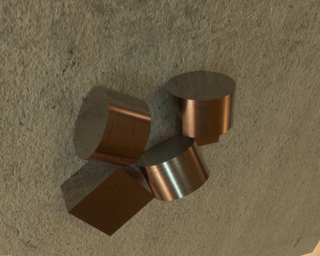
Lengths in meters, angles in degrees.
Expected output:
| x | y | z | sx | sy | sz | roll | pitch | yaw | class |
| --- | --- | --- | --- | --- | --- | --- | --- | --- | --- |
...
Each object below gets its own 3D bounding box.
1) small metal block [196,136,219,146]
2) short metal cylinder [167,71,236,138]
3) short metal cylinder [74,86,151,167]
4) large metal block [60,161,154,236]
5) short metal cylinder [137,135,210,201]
| x | y | z | sx | sy | sz | roll | pitch | yaw | class |
| --- | --- | --- | --- | --- | --- | --- | --- | --- | --- |
| 0.058 | -0.003 | 0.437 | 0.050 | 0.025 | 0.050 | -11 | 123 | -23 | small metal block |
| 0.051 | -0.031 | 0.380 | 0.081 | 0.080 | 0.050 | -17 | 125 | -19 | short metal cylinder |
| -0.054 | -0.001 | 0.341 | 0.050 | 0.080 | 0.080 | 16 | 110 | -35 | short metal cylinder |
| -0.067 | 0.083 | 0.405 | 0.080 | 0.050 | 0.080 | -41 | 130 | 0 | large metal block |
| 0.018 | 0.050 | 0.403 | 0.080 | 0.080 | 0.050 | -28 | 105 | -11 | short metal cylinder |
